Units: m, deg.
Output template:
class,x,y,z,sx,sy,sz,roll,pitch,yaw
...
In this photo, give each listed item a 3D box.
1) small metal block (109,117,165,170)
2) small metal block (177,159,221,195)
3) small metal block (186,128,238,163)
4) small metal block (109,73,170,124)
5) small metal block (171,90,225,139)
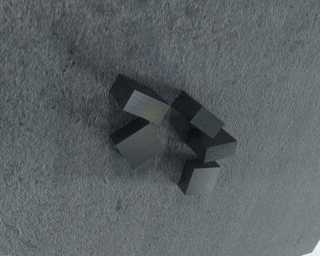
class,x,y,z,sx,sy,sz,roll,pitch,yaw
small metal block,-0.029,0.019,0.402,0.050,0.025,0.050,-34,129,-6
small metal block,0.061,0.076,0.487,0.050,0.025,0.050,1,118,-29
small metal block,0.073,0.021,0.444,0.050,0.050,0.025,-10,123,-23
small metal block,-0.024,-0.034,0.356,0.050,0.050,0.025,21,107,-36
small metal block,0.050,-0.018,0.407,0.050,0.050,0.025,32,100,-38
